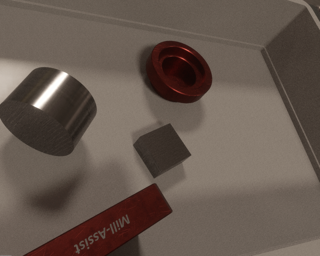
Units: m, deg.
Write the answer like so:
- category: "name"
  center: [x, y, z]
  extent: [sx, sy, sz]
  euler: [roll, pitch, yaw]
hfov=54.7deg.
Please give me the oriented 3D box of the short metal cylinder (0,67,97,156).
- category: "short metal cylinder"
  center: [-0.113, -0.015, 0.319]
  extent: [0.080, 0.080, 0.050]
  euler: [31, 52, -9]

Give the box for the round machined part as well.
- category: "round machined part"
  center: [0.024, -0.077, 0.456]
  extent: [0.099, 0.042, 0.098]
  euler: [14, 56, -21]

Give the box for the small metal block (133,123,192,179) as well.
- category: "small metal block"
  center: [0.003, 0.028, 0.392]
  extent: [0.050, 0.025, 0.050]
  euler: [-24, 75, -37]

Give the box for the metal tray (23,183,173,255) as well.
- category: "metal tray"
  center: [-0.062, 0.101, 0.269]
  extent: [0.131, 0.090, 0.030]
  euler: [-23, 75, -36]

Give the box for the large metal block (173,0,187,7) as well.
- category: "large metal block"
  center: [0.036, -0.289, 0.571]
  extent: [0.080, 0.080, 0.050]
  euler: [35, 51, -5]
